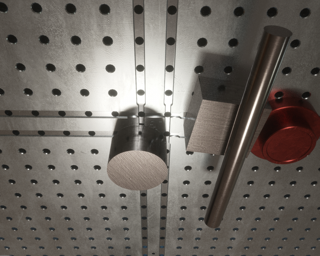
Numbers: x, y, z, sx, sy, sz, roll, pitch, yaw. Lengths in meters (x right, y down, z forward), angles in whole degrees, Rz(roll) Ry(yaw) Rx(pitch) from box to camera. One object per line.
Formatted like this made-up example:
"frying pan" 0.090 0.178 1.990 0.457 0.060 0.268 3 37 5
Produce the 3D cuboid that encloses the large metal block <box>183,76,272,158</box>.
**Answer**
"large metal block" 0.079 -0.012 0.386 0.081 0.050 0.079 7 130 -7

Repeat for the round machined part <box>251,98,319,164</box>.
"round machined part" 0.166 0.011 0.412 0.099 0.042 0.097 -1 130 0

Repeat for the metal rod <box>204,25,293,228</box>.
"metal rod" 0.092 0.027 0.370 0.025 0.025 0.298 3 130 -4

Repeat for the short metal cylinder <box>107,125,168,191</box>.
"short metal cylinder" -0.030 0.042 0.431 0.081 0.050 0.079 0 130 0
